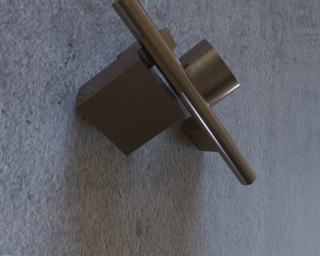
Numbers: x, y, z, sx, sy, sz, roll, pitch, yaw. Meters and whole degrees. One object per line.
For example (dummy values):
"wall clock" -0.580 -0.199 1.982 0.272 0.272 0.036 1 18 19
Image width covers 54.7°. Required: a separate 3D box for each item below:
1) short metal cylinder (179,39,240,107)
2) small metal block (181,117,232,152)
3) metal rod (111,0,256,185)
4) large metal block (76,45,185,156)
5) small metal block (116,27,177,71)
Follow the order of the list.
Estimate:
"short metal cylinder" 0.063 -0.072 0.417 0.050 0.080 0.080 -37 121 12
"small metal block" 0.067 0.009 0.445 0.050 0.050 0.025 48 61 -30
"metal rod" 0.045 -0.029 0.381 0.300 0.025 0.025 51 60 -28
"large metal block" -0.032 -0.029 0.341 0.080 0.050 0.080 -36 121 10
"small metal block" -0.016 -0.094 0.378 0.050 0.050 0.025 -46 118 -30
